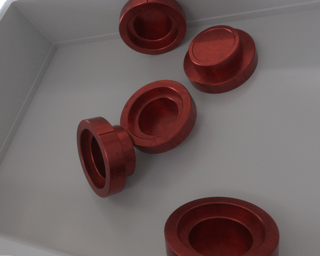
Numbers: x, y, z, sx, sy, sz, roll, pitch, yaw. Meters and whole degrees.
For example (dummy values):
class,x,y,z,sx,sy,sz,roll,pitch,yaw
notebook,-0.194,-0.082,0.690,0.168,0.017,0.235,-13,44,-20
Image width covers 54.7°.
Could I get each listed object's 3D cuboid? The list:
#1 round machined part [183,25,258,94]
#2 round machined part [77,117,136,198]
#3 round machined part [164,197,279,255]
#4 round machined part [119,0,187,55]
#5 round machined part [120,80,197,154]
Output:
class,x,y,z,sx,sy,sz,roll,pitch,yaw
round machined part,0.077,-0.098,0.414,0.098,0.042,0.098,-13,56,21
round machined part,-0.065,0.033,0.386,0.042,0.097,0.098,-15,42,-32
round machined part,0.054,0.107,0.279,0.099,0.042,0.098,-5,19,2
round machined part,-0.011,-0.159,0.462,0.098,0.098,0.042,-14,56,20
round machined part,0.001,-0.011,0.401,0.098,0.042,0.098,-13,56,21
